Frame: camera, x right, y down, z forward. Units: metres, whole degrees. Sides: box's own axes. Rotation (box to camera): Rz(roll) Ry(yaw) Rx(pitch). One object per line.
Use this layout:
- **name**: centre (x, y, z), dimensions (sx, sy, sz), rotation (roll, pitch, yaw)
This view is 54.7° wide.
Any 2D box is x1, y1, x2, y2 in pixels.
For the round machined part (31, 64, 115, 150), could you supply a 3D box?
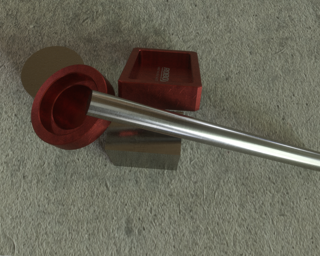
- **round machined part**: centre (-0.095, -0.021, 0.360), dimensions (0.098, 0.042, 0.098), rotation (-7, 68, 18)

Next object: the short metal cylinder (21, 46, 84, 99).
- **short metal cylinder**: centre (-0.136, -0.062, 0.417), dimensions (0.081, 0.050, 0.080), rotation (0, 70, 0)

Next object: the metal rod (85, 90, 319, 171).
- **metal rod**: centre (0.070, 0.010, 0.344), dimensions (0.302, 0.025, 0.025), rotation (14, 69, -21)

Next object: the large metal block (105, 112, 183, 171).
- **large metal block**: centre (-0.017, 0.016, 0.374), dimensions (0.081, 0.080, 0.050), rotation (4, 70, 1)

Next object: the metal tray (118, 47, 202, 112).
- **metal tray**: centre (0.003, -0.066, 0.391), dimensions (0.091, 0.030, 0.130), rotation (4, 31, 1)
